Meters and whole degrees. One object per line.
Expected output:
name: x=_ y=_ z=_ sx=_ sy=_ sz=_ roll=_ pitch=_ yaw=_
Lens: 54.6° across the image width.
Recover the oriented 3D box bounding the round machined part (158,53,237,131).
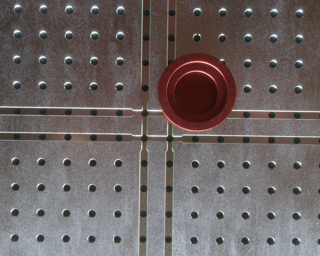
round machined part: x=0.046 y=-0.045 z=0.405 sx=0.099 sy=0.042 sz=0.097 roll=0 pitch=90 yaw=0
